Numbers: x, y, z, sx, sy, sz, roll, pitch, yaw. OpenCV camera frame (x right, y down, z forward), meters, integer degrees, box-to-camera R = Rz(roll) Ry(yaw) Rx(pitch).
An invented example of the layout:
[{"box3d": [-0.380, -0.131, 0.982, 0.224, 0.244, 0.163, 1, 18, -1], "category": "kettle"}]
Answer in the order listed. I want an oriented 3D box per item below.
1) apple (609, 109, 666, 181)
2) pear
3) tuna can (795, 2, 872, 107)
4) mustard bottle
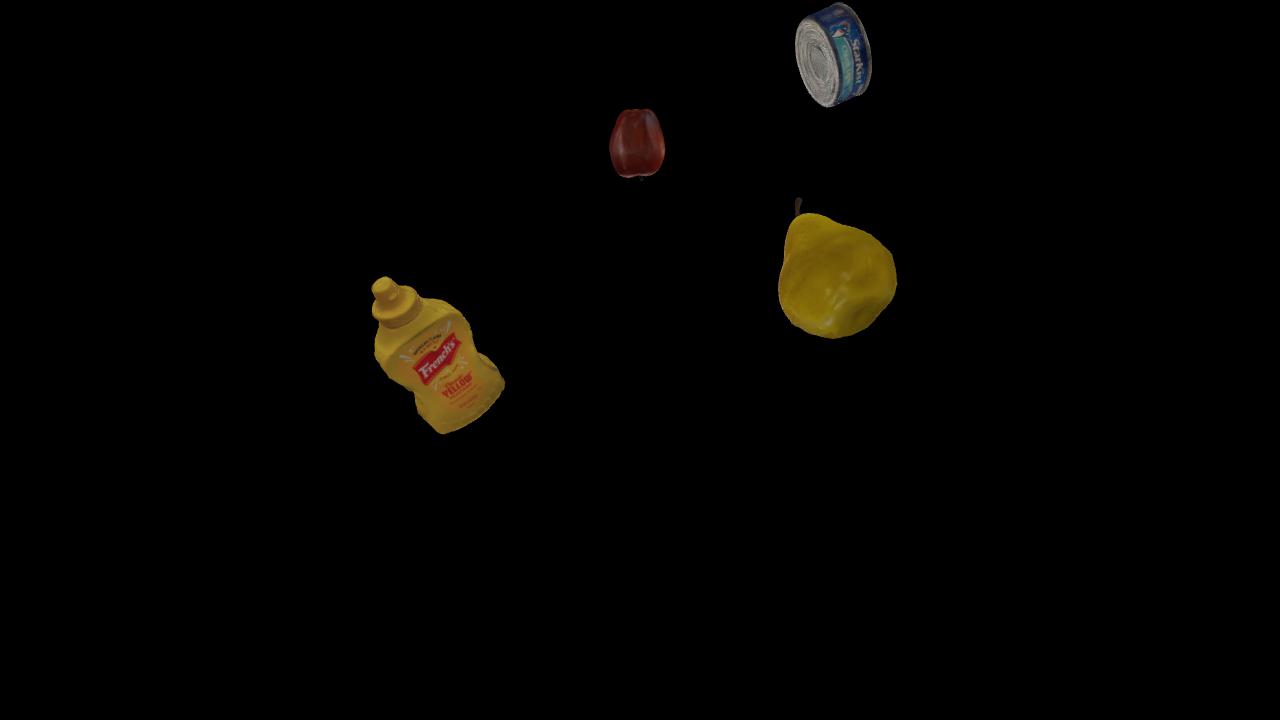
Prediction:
[{"box3d": [-0.003, -0.291, 0.837, 0.079, 0.093, 0.079, -3, 25, 1], "category": "apple"}, {"box3d": [0.127, -0.070, 0.441, 0.080, 0.111, 0.080, -18, -37, -14], "category": "pear"}, {"box3d": [0.179, -0.283, 0.575, 0.034, 0.084, 0.084, -24, 0, -1], "category": "tuna can"}, {"box3d": [-0.204, -0.009, 0.595, 0.092, 0.184, 0.054, -35, 51, -14], "category": "mustard bottle"}]
